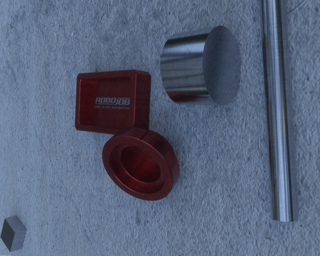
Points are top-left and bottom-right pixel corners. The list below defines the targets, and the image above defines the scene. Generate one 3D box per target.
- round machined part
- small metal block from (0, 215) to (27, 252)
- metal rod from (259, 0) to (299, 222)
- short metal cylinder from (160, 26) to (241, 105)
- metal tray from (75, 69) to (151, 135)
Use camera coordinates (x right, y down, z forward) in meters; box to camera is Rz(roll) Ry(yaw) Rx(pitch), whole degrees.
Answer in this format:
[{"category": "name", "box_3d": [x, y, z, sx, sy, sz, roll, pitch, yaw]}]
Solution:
[{"category": "round machined part", "box_3d": [-0.020, 0.041, 0.390, 0.098, 0.042, 0.097, 15, 126, 21]}, {"category": "small metal block", "box_3d": [-0.311, 0.224, 0.657, 0.050, 0.025, 0.050, 31, 109, 35]}, {"category": "metal rod", "box_3d": [0.116, -0.060, 0.308, 0.025, 0.025, 0.298, -4, 87, 39]}, {"category": "short metal cylinder", "box_3d": [0.045, -0.064, 0.330, 0.050, 0.081, 0.079, 4, 92, 40]}, {"category": "metal tray", "box_3d": [-0.074, -0.037, 0.459, 0.130, 0.030, 0.089, 5, 93, 39]}]
